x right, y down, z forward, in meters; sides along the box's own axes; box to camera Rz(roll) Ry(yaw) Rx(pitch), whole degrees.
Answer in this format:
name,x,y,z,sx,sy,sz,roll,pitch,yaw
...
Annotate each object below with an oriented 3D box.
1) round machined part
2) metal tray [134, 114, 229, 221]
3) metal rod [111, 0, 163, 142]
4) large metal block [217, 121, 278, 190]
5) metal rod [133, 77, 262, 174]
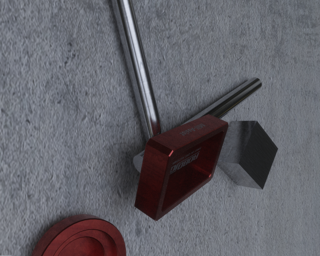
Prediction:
name,x,y,z,sx,sy,sz,roll,pitch,yaw
round machined part,-0.088,0.139,0.322,0.099,0.042,0.097,0,90,-40
metal tray,0.029,0.041,0.368,0.131,0.030,0.089,-21,130,-50
metal rod,-0.021,-0.047,0.389,0.025,0.025,0.298,-22,104,-38
large metal block,0.143,0.044,0.511,0.080,0.050,0.080,44,64,-32
metal rod,0.074,-0.018,0.448,0.302,0.025,0.025,-32,111,-42
